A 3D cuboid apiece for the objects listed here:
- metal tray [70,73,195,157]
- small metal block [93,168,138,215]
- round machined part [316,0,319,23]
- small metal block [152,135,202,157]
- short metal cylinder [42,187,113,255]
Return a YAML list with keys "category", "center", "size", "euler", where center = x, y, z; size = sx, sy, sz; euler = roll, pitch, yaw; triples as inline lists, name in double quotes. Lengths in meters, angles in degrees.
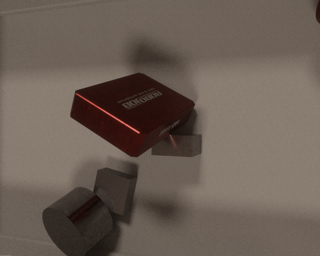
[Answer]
- category: "metal tray"
  center: [-0.026, -0.023, 0.362]
  size: [0.090, 0.131, 0.030]
  euler: [31, 120, 17]
- category: "small metal block"
  center: [-0.064, 0.087, 0.432]
  size: [0.050, 0.025, 0.050]
  euler: [13, 94, 19]
- category: "round machined part"
  center: [0.206, -0.129, 0.296]
  size: [0.098, 0.098, 0.042]
  euler: [-40, 62, 15]
- category: "small metal block"
  center: [0.022, 0.021, 0.389]
  size: [0.050, 0.050, 0.025]
  euler: [1, 91, 19]
- category: "short metal cylinder"
  center: [-0.111, 0.127, 0.418]
  size: [0.080, 0.050, 0.079]
  euler: [17, 122, 29]
